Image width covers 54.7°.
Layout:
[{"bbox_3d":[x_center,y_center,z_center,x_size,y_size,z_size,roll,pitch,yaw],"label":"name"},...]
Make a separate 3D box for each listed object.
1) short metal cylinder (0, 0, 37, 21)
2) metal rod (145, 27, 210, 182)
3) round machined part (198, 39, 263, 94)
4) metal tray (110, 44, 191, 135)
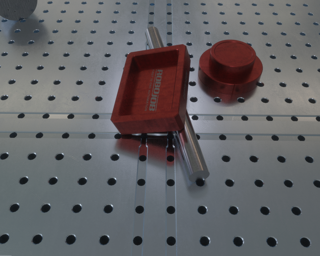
[{"bbox_3d":[-0.280,-0.251,0.580,0.081,0.080,0.050,-28,56,-22],"label":"short metal cylinder"},{"bbox_3d":[0.016,-0.056,0.454,0.025,0.025,0.300,-9,51,-7],"label":"metal rod"},{"bbox_3d":[0.110,-0.101,0.482,0.099,0.042,0.098,0,50,0],"label":"round machined part"},{"bbox_3d":[-0.009,-0.055,0.425,0.090,0.030,0.130,-4,54,18],"label":"metal tray"}]
